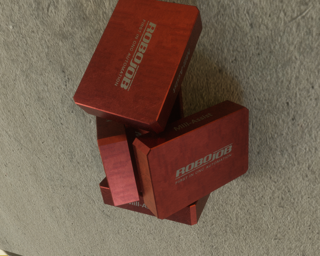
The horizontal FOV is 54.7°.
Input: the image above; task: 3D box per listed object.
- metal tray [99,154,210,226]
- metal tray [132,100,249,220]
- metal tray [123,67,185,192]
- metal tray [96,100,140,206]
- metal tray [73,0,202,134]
[{"bbox_3d":[-0.001,0.072,0.410,0.130,0.090,0.030,7,121,24],"label":"metal tray"},{"bbox_3d":[0.040,0.032,0.341,0.030,0.131,0.089,33,138,51],"label":"metal tray"},{"bbox_3d":[-0.001,0.003,0.367,0.030,0.090,0.129,7,122,24],"label":"metal tray"},{"bbox_3d":[-0.055,0.021,0.386,0.030,0.130,0.089,-12,118,-7],"label":"metal tray"},{"bbox_3d":[-0.020,-0.068,0.316,0.090,0.130,0.030,16,166,18],"label":"metal tray"}]
